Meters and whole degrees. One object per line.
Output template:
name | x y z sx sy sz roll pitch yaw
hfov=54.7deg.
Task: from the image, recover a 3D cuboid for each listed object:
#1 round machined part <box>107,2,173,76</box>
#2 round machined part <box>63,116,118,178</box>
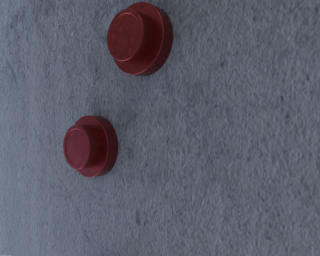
round machined part | -0.034 -0.121 0.420 0.098 0.042 0.097 0 90 39
round machined part | -0.115 0.029 0.486 0.098 0.042 0.097 0 90 39
